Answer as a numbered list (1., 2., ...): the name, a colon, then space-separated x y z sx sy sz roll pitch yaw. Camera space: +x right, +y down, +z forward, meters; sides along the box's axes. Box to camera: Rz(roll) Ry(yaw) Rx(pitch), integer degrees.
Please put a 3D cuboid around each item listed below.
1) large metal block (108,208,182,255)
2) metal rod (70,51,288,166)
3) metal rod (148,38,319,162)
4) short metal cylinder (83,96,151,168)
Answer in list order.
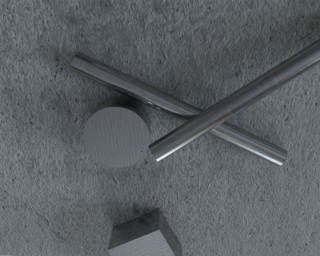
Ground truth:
1. large metal block: -0.019 0.179 0.462 0.080 0.050 0.080 -25 109 8
2. metal rod: 0.031 -0.021 0.402 0.301 0.025 0.025 24 108 -9
3. metal rod: 0.119 -0.047 0.375 0.301 0.025 0.025 -32 107 4
4. short metal cylinder: -0.053 0.004 0.397 0.081 0.050 0.079 0 110 0
